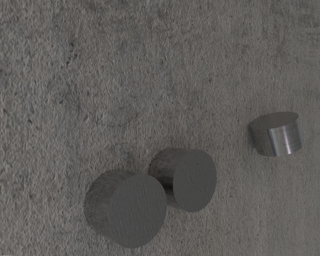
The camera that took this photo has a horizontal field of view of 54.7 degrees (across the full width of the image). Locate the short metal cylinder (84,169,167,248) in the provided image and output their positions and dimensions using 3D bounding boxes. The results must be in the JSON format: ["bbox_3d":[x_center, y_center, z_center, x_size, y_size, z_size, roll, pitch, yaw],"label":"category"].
[{"bbox_3d":[-0.039,0.090,0.356,0.081,0.050,0.080,0,90,-40],"label":"short metal cylinder"}]

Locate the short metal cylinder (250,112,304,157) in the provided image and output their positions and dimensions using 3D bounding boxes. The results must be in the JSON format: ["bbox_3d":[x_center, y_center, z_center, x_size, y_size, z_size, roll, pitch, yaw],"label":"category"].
[{"bbox_3d":[0.203,0.009,0.539,0.081,0.080,0.050,-30,109,-36],"label":"short metal cylinder"}]

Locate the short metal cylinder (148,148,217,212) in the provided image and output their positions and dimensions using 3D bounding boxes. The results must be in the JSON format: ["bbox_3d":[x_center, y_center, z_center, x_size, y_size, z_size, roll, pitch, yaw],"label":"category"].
[{"bbox_3d":[0.030,0.067,0.414,0.081,0.050,0.080,0,90,-40],"label":"short metal cylinder"}]
